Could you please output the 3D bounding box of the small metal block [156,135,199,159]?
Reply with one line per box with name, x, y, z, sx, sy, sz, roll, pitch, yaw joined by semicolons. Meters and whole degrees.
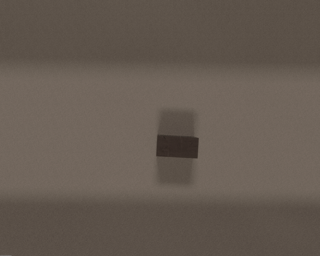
small metal block;0.021;0.023;0.399;0.050;0.050;0.025;3;90;-1
